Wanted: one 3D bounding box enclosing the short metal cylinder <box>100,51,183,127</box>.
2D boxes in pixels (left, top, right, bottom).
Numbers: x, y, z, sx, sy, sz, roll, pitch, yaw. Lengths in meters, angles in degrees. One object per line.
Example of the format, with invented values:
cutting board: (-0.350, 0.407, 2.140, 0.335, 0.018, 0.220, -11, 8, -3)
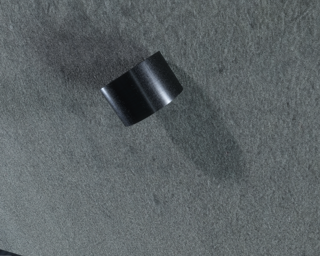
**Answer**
short metal cylinder: (-0.021, -0.045, 0.353, 0.080, 0.080, 0.050, -24, 105, 36)
